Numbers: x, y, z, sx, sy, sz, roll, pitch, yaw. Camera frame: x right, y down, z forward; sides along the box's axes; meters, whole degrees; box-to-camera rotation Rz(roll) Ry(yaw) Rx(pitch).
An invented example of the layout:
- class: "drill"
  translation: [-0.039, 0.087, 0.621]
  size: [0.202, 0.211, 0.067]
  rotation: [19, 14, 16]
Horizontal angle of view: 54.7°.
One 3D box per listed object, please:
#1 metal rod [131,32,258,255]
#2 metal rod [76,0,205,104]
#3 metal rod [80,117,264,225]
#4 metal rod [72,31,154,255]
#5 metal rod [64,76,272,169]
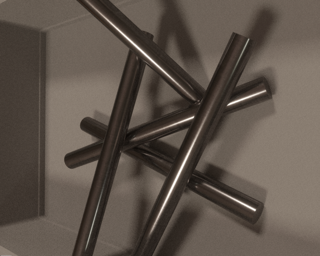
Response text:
- class: "metal rod"
  translation: [0.027, 0.042, 0.347]
  size: [0.025, 0.025, 0.298]
  rotation: [37, 116, 33]
- class: "metal rod"
  translation: [-0.064, -0.134, 0.352]
  size: [0.300, 0.025, 0.025]
  rotation: [42, 121, -7]
- class: "metal rod"
  translation: [-0.009, 0.041, 0.411]
  size: [0.300, 0.025, 0.025]
  rotation: [23, 105, 37]
- class: "metal rod"
  translation: [-0.060, 0.026, 0.388]
  size: [0.025, 0.025, 0.298]
  rotation: [17, 92, 38]
- class: "metal rod"
  translation: [-0.012, 0.004, 0.391]
  size: [0.300, 0.025, 0.025]
  rotation: [-20, 77, 30]
